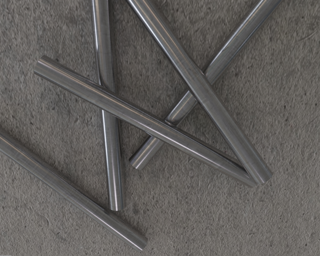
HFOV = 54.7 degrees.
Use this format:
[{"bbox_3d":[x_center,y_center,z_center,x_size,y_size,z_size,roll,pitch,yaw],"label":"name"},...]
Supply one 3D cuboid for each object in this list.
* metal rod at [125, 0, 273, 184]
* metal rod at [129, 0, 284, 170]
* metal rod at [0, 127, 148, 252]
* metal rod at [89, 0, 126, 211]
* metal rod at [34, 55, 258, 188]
[{"bbox_3d":[0.040,-0.058,0.363,0.025,0.025,0.299,-35,97,12],"label":"metal rod"},{"bbox_3d":[0.058,-0.062,0.387,0.025,0.025,0.299,36,106,-12],"label":"metal rod"},{"bbox_3d":[-0.136,0.083,0.438,0.300,0.025,0.025,41,105,-14],"label":"metal rod"},{"bbox_3d":[-0.065,-0.027,0.399,0.025,0.025,0.298,-1,110,0],"label":"metal rod"},{"bbox_3d":[-0.007,-0.002,0.380,0.301,0.025,0.025,28,108,-10],"label":"metal rod"}]
